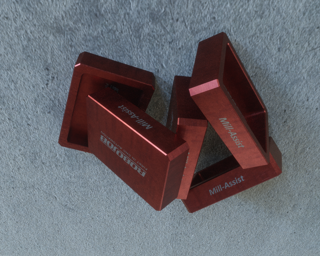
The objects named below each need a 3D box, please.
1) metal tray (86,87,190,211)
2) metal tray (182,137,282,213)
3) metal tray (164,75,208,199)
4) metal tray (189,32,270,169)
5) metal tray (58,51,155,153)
[{"bbox_3d":[-0.032,0.022,0.353,0.130,0.030,0.089,36,137,28],"label":"metal tray"},{"bbox_3d":[0.097,0.062,0.420,0.130,0.090,0.030,-31,89,23],"label":"metal tray"},{"bbox_3d":[0.025,0.013,0.378,0.030,0.090,0.129,5,131,-5],"label":"metal tray"},{"bbox_3d":[0.082,-0.027,0.341,0.030,0.090,0.130,-17,130,32],"label":"metal tray"},{"bbox_3d":[-0.069,-0.021,0.387,0.091,0.030,0.129,15,128,-13],"label":"metal tray"}]
